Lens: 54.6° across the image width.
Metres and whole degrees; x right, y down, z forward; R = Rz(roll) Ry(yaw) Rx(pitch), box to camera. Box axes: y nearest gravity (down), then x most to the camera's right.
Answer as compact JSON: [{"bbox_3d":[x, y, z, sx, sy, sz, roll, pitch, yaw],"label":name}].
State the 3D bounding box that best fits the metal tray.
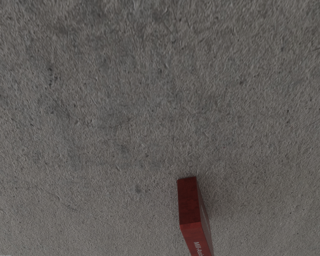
[{"bbox_3d":[0.058,0.152,0.493,0.030,0.090,0.130,-12,129,10],"label":"metal tray"}]
